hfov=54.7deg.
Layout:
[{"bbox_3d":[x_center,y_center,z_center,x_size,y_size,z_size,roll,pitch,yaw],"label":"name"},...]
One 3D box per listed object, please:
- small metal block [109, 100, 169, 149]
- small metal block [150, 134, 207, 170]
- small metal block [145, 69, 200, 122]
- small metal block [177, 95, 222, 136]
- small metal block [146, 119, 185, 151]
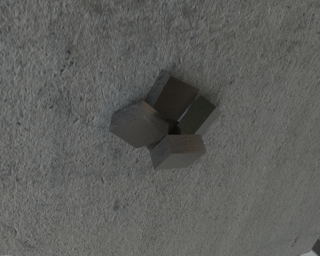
[{"bbox_3d":[-0.025,-0.003,0.380,0.050,0.025,0.050,-21,139,31],"label":"small metal block"},{"bbox_3d":[0.022,0.031,0.394,0.050,0.025,0.050,0,151,-29],"label":"small metal block"},{"bbox_3d":[0.014,-0.040,0.393,0.050,0.025,0.050,19,108,-36],"label":"small metal block"},{"bbox_3d":[0.054,-0.013,0.418,0.050,0.025,0.050,-52,162,8],"label":"small metal block"},{"bbox_3d":[0.015,0.020,0.431,0.050,0.025,0.050,-48,129,5],"label":"small metal block"}]
